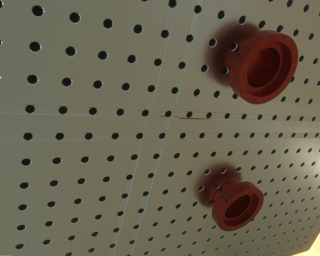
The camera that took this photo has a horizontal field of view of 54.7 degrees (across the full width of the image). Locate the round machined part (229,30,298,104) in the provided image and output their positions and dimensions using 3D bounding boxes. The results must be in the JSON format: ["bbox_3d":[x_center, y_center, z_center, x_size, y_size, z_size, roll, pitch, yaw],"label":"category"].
[{"bbox_3d":[0.135,-0.085,0.424,0.099,0.042,0.097,-14,125,-21],"label":"round machined part"}]

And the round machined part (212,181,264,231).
[{"bbox_3d":[0.135,0.135,0.561,0.099,0.042,0.097,-14,125,-21],"label":"round machined part"}]
